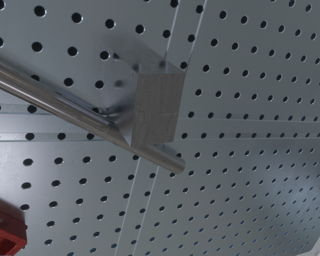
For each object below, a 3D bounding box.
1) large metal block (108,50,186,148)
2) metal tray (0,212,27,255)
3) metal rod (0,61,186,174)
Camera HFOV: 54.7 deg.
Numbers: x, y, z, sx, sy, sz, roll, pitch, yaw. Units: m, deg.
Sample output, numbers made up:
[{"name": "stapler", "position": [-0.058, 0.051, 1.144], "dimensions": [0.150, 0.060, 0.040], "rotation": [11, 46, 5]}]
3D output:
[{"name": "large metal block", "position": [-0.019, -0.036, 0.343], "dimensions": [0.050, 0.080, 0.079], "rotation": [-6, 121, -26]}, {"name": "metal tray", "position": [-0.236, 0.127, 0.357], "dimensions": [0.090, 0.030, 0.130], "rotation": [-41, 130, 0]}, {"name": "metal rod", "position": [-0.073, -0.003, 0.369], "dimensions": [0.301, 0.025, 0.025], "rotation": [31, 101, -38]}]
